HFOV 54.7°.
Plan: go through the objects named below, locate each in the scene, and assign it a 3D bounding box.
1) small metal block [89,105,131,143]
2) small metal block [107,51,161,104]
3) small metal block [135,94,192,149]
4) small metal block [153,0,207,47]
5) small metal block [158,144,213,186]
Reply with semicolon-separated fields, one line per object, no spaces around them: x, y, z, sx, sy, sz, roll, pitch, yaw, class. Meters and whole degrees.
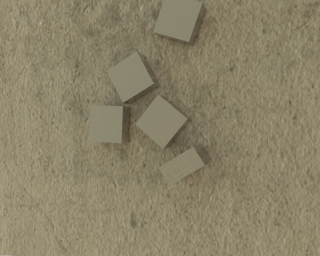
-0.070;-0.005;0.432;0.050;0.025;0.050;3;91;19;small metal block
-0.036;-0.067;0.421;0.050;0.025;0.050;-30;81;17;small metal block
0.005;-0.008;0.406;0.050;0.025;0.050;41;103;15;small metal block
0.026;-0.138;0.399;0.050;0.025;0.050;21;97;18;small metal block
0.033;0.045;0.384;0.050;0.050;0.025;-33;80;17;small metal block
